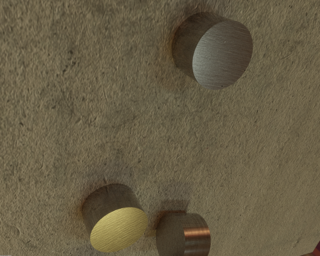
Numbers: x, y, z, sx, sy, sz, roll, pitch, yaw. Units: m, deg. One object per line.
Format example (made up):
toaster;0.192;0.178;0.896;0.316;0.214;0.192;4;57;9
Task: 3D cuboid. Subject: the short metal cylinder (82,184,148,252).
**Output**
short metal cylinder;-0.064;0.125;0.433;0.081;0.050;0.079;-14;124;-21

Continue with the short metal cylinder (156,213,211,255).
short metal cylinder;0.036;0.179;0.501;0.050;0.080;0.079;9;114;-33

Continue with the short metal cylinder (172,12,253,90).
short metal cylinder;0.061;-0.092;0.367;0.081;0.050;0.079;-14;124;-21
